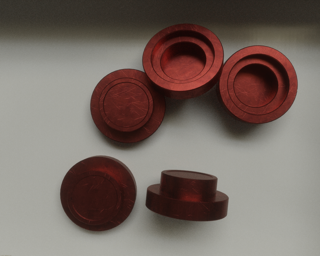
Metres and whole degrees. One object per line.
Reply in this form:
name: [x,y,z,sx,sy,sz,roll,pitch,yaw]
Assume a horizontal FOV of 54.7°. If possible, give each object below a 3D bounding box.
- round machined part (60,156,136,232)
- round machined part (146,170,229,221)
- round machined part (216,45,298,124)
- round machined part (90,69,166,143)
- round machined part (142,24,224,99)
round machined part: [-0.081,0.086,0.402,0.099,0.042,0.097,0,90,0]
round machined part: [0.034,0.077,0.375,0.099,0.098,0.042,6,90,0]
round machined part: [0.122,-0.054,0.404,0.099,0.042,0.097,0,90,0]
round machined part: [-0.042,-0.029,0.402,0.099,0.042,0.097,0,90,0]
round machined part: [0.030,-0.079,0.392,0.098,0.042,0.098,-3,68,8]
